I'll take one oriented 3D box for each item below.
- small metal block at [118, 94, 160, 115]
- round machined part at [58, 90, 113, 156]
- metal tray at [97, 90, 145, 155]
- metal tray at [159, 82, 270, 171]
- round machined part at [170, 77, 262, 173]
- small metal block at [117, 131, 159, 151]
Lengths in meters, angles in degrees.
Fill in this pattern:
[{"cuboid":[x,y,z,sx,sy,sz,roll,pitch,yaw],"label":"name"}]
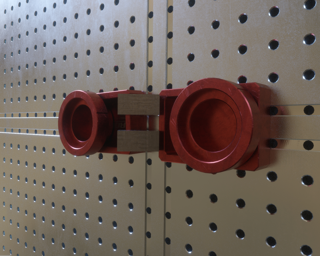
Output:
[{"cuboid":[-0.028,-0.029,0.398,0.050,0.050,0.025,-172,82,-84],"label":"small metal block"},{"cuboid":[-0.110,-0.007,0.473,0.098,0.042,0.097,0,90,40],"label":"round machined part"},{"cuboid":[-0.081,-0.008,0.474,0.130,0.030,0.089,-1,92,40],"label":"metal tray"},{"cuboid":[0.058,-0.002,0.359,0.130,0.030,0.089,1,91,40],"label":"metal tray"},{"cuboid":[0.061,-0.003,0.331,0.098,0.042,0.097,0,90,40],"label":"round machined part"},{"cuboid":[-0.028,0.015,0.397,0.050,0.050,0.025,-172,82,-84],"label":"small metal block"}]
